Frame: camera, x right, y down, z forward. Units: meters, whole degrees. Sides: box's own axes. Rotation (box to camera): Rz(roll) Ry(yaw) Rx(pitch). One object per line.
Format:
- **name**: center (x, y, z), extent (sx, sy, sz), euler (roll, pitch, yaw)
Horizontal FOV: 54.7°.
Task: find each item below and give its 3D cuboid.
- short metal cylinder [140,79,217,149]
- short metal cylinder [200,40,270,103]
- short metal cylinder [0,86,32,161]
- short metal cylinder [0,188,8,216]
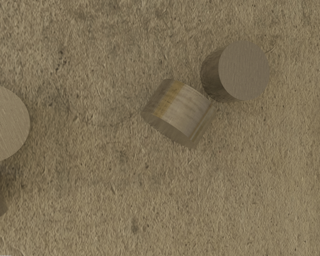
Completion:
- **short metal cylinder**: center (0.023, -0.017, 0.388), extent (0.080, 0.080, 0.050), euler (37, 78, -17)
- **short metal cylinder**: center (0.104, -0.077, 0.434), extent (0.081, 0.050, 0.080), euler (0, 90, -20)
- **short metal cylinder**: center (-0.181, -0.005, 0.329), extent (0.081, 0.050, 0.080), euler (0, 90, -20)
- **short metal cylinder**: center (-0.201, 0.074, 0.306), extent (0.081, 0.080, 0.050), euler (-20, 97, -19)
